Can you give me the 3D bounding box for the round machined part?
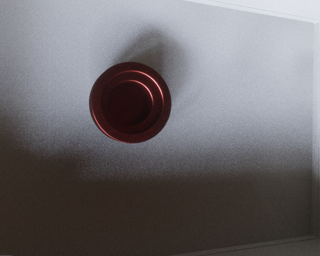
[{"bbox_3d":[-0.039,-0.030,0.388,0.099,0.042,0.097,0,90,-21],"label":"round machined part"}]
